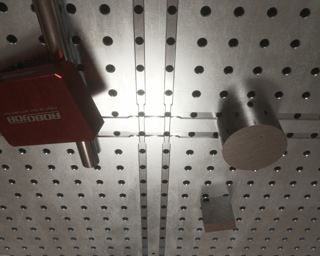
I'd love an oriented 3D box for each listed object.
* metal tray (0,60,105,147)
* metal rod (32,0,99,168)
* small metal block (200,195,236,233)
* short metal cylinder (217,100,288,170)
[{"bbox_3d":[-0.142,-0.024,0.363,0.130,0.030,0.090,-5,128,21],"label":"metal tray"},{"bbox_3d":[-0.108,-0.064,0.355,0.025,0.025,0.298,-2,130,1],"label":"metal rod"},{"bbox_3d":[0.097,0.143,0.519,0.050,0.050,0.025,-10,130,8],"label":"small metal block"},{"bbox_3d":[0.118,0.010,0.406,0.081,0.050,0.079,0,130,0],"label":"short metal cylinder"}]
